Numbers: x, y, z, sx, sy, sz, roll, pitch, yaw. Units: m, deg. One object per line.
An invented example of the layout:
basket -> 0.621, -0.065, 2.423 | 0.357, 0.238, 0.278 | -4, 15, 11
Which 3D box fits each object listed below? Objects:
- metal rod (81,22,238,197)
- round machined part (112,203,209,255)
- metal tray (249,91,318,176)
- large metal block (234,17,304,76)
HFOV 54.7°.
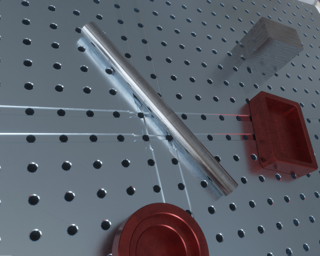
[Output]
metal rod -> -0.004, -0.030, 0.425 | 0.300, 0.025, 0.025 | 49, 51, 6
round machined part -> -0.002, 0.130, 0.318 | 0.099, 0.042, 0.098 | 14, 56, -21
metal tray -> 0.201, 0.008, 0.510 | 0.091, 0.030, 0.130 | 13, 56, -21
large metal block -> 0.199, -0.148, 0.573 | 0.081, 0.080, 0.050 | 9, 58, -24
